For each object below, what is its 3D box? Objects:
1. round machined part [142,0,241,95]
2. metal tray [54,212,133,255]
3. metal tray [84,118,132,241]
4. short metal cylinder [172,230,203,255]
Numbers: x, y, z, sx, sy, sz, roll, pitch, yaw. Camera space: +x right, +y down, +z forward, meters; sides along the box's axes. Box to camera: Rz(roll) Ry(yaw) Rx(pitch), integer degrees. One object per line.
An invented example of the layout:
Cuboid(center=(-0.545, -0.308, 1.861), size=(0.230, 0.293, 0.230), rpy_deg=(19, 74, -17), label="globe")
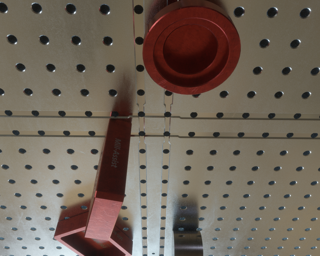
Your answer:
Cuboid(center=(0.031, -0.087, 0.327), size=(0.099, 0.042, 0.097), rpy_deg=(-1, 130, 0), label="round machined part")
Cuboid(center=(-0.122, 0.211, 0.586), size=(0.090, 0.030, 0.130), rpy_deg=(-22, 127, 17), label="metal tray")
Cuboid(center=(-0.065, 0.061, 0.394), size=(0.030, 0.130, 0.089), rpy_deg=(13, 129, -11), label="metal tray")
Cuboid(center=(0.049, 0.232, 0.575), size=(0.050, 0.080, 0.079), rpy_deg=(1, 130, -1), label="short metal cylinder")
